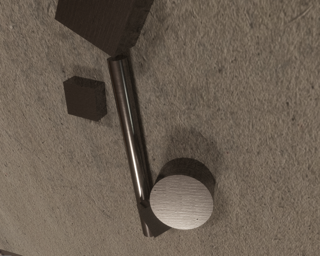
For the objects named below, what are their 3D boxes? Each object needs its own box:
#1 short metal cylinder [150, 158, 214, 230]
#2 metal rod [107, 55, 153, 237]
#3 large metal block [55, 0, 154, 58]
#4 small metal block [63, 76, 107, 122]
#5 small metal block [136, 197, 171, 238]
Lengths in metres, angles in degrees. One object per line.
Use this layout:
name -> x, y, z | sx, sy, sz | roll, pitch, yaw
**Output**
short metal cylinder -> 0.031, 0.086, 0.413 | 0.080, 0.050, 0.079 | 4, 110, 10
metal rod -> -0.035, 0.044, 0.450 | 0.025, 0.025, 0.298 | 6, 121, 25
large metal block -> -0.058, -0.137, 0.335 | 0.080, 0.050, 0.079 | 34, 129, 5
small metal block -> -0.104, -0.041, 0.434 | 0.050, 0.025, 0.050 | 14, 124, 20
small metal block -> 0.000, 0.128, 0.467 | 0.050, 0.025, 0.050 | -30, 107, -5
